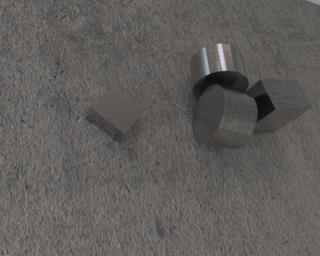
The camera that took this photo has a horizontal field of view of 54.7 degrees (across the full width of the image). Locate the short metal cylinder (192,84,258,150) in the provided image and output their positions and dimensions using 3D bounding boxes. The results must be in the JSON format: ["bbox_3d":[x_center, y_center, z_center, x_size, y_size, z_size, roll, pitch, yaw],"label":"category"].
[{"bbox_3d":[0.086,-0.015,0.424,0.050,0.080,0.080,14,56,-21],"label":"short metal cylinder"}]

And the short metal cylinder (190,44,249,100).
[{"bbox_3d":[0.087,-0.079,0.463,0.081,0.080,0.050,11,57,-23],"label":"short metal cylinder"}]

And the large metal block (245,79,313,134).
[{"bbox_3d":[0.166,-0.031,0.477,0.081,0.080,0.050,-4,64,-30],"label":"large metal block"}]

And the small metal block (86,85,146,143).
[{"bbox_3d":[-0.054,-0.018,0.386,0.050,0.025,0.050,38,51,-3],"label":"small metal block"}]
